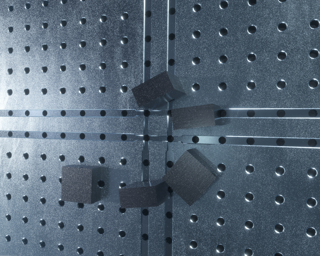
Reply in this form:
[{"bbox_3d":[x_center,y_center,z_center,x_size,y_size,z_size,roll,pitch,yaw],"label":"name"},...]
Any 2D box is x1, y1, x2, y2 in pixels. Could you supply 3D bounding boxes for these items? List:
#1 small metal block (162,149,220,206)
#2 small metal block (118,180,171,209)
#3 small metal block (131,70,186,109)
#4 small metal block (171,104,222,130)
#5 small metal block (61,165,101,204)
[{"bbox_3d":[0.040,0.063,0.399,0.050,0.025,0.050,43,103,15],"label":"small metal block"},{"bbox_3d":[-0.019,0.086,0.406,0.050,0.050,0.025,-8,87,20],"label":"small metal block"},{"bbox_3d":[-0.001,-0.047,0.400,0.050,0.050,0.025,-26,82,18],"label":"small metal block"},{"bbox_3d":[0.047,-0.013,0.383,0.050,0.050,0.025,-7,88,20],"label":"small metal block"},{"bbox_3d":[-0.115,0.081,0.454,0.050,0.025,0.050,2,91,20],"label":"small metal block"}]
